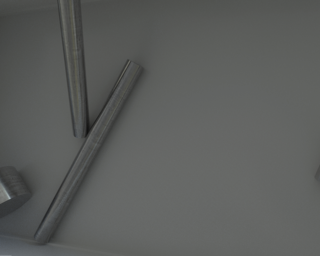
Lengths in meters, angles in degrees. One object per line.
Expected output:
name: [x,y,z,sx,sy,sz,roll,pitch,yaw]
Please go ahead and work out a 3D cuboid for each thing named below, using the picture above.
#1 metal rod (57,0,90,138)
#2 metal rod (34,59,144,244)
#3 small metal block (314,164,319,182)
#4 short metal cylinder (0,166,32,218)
metal rod: [-0.104,-0.113,0.365,0.025,0.025,0.298,19,128,18]
metal rod: [-0.106,0.040,0.446,0.025,0.025,0.299,33,100,16]
small metal block: [0.206,0.043,0.338,0.050,0.025,0.050,22,97,18]
short metal cylinder: [-0.244,0.101,0.465,0.080,0.080,0.050,-39,78,15]
